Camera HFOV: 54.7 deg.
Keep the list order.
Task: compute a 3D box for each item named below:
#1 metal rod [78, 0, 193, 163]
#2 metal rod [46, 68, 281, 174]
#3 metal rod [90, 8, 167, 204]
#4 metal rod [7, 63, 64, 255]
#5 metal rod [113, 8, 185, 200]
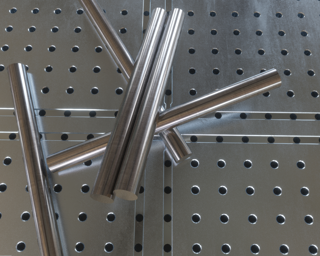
[{"bbox_3d":[-0.043,-0.083,0.441,0.025,0.025,0.299,-28,73,-10],"label":"metal rod"},{"bbox_3d":[0.003,-0.008,0.387,0.301,0.025,0.025,-21,71,2],"label":"metal rod"},{"bbox_3d":[-0.030,-0.051,0.396,0.025,0.025,0.300,11,58,4],"label":"metal rod"},{"bbox_3d":[-0.158,0.049,0.391,0.025,0.025,0.299,-17,71,-6],"label":"metal rod"},{"bbox_3d":[-0.004,-0.053,0.391,0.025,0.025,0.300,12,55,4],"label":"metal rod"}]
